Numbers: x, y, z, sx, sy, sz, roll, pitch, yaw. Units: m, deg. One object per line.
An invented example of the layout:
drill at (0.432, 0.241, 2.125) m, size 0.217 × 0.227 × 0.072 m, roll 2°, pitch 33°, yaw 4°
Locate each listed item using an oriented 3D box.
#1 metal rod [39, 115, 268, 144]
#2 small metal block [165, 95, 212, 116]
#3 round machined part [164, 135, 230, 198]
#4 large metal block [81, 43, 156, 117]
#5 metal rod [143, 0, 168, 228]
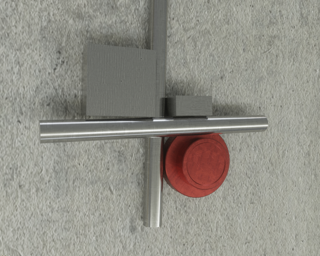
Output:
metal rod at (0.011, -0.001, 0.389) m, size 0.303 × 0.025 × 0.025 m, roll -2°, pitch 91°, yaw -24°
small metal block at (0.035, -0.028, 0.411) m, size 0.050 × 0.050 × 0.025 m, roll -2°, pitch 91°, yaw -20°
round machined part at (0.054, 0.047, 0.421) m, size 0.099 × 0.042 × 0.097 m, roll 0°, pitch 90°, yaw -21°
large metal block at (-0.051, -0.053, 0.378) m, size 0.081 × 0.050 × 0.079 m, roll 1°, pitch 90°, yaw -21°
metal rod at (-0.006, -0.022, 0.409) m, size 0.025 × 0.025 × 0.298 m, roll 2°, pitch 89°, yaw -20°
